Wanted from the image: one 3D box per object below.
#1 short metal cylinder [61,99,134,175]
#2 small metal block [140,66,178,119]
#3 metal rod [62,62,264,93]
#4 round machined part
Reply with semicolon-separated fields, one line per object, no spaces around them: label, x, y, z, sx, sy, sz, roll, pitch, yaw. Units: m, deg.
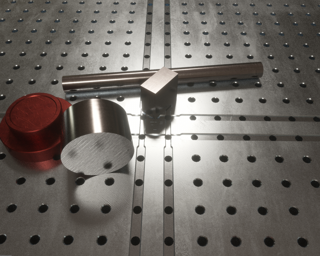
short metal cylinder;-0.074;0.012;0.361;0.081;0.080;0.050;-9;51;-8
small metal block;0.000;-0.049;0.433;0.025;0.050;0.050;31;56;23
metal rod;0.007;-0.078;0.473;0.302;0.025;0.025;-5;50;-5
round machined part;-0.158;-0.008;0.401;0.099;0.042;0.098;0;50;0
